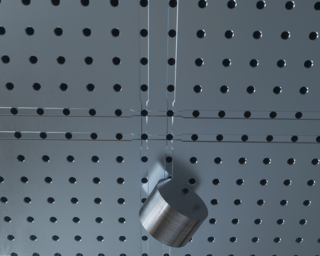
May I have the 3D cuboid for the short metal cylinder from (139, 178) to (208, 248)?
[{"bbox_3d":[0.018,0.115,0.426,0.080,0.080,0.050,28,108,-10],"label":"short metal cylinder"}]
